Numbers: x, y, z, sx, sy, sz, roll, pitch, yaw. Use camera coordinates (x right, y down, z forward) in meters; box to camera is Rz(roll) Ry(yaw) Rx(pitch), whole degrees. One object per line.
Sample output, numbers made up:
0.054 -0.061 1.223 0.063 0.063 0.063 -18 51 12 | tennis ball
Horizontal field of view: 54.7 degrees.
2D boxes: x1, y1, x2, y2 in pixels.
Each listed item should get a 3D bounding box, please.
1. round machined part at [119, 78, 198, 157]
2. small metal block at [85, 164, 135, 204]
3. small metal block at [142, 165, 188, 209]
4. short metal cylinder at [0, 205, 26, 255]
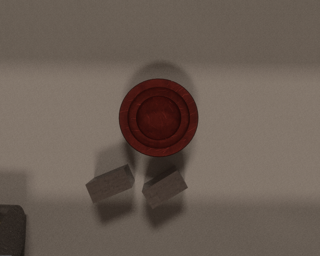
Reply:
-0.002 -0.013 0.403 0.099 0.042 0.097 0 90 -1 | round machined part
-0.062 0.070 0.398 0.050 0.050 0.025 -23 90 0 | small metal block
0.006 0.075 0.399 0.050 0.050 0.025 -31 90 0 | small metal block
-0.208 0.135 0.381 0.050 0.080 0.079 2 90 0 | short metal cylinder
